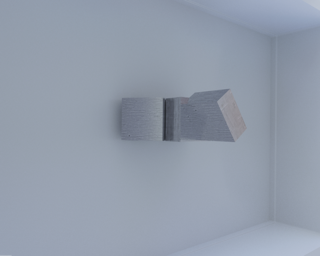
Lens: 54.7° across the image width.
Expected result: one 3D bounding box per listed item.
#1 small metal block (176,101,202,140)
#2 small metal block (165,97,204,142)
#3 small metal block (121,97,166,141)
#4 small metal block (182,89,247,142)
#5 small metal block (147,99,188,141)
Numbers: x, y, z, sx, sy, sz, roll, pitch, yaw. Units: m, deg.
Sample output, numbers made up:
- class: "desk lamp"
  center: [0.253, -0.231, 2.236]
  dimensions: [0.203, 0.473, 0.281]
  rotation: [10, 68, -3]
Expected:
- class: "small metal block"
  center: [0.038, -0.009, 0.417]
  dimensions: [0.025, 0.050, 0.050]
  rotation: [1, 90, -6]
- class: "small metal block"
  center: [0.034, -0.009, 0.366]
  dimensions: [0.050, 0.025, 0.050]
  rotation: [1, 89, -40]
- class: "small metal block"
  center: [-0.017, -0.010, 0.370]
  dimensions: [0.025, 0.050, 0.050]
  rotation: [2, 89, -74]
- class: "small metal block"
  center: [0.059, -0.013, 0.339]
  dimensions: [0.025, 0.050, 0.050]
  rotation: [-42, 116, -31]
- class: "small metal block"
  center: [0.009, -0.009, 0.395]
  dimensions: [0.025, 0.050, 0.050]
  rotation: [1, 89, -40]
